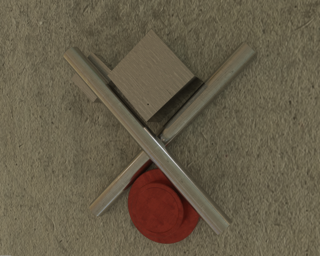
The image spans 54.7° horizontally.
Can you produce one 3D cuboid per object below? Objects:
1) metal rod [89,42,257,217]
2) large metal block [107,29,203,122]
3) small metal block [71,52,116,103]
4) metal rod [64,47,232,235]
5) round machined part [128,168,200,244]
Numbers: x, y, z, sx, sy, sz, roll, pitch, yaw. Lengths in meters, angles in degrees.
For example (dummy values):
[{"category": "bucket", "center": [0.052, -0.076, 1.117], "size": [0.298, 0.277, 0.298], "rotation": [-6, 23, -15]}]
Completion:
[{"category": "metal rod", "center": [0.009, 0.010, 0.408], "size": [0.025, 0.025, 0.299], "rotation": [46, 104, 14]}, {"category": "large metal block", "center": [-0.005, -0.064, 0.399], "size": [0.080, 0.050, 0.080], "rotation": [-43, 77, 14]}, {"category": "small metal block", "center": [-0.089, -0.071, 0.442], "size": [0.050, 0.025, 0.050], "rotation": [45, 103, 14]}, {"category": "metal rod", "center": [-0.024, 0.007, 0.391], "size": [0.025, 0.025, 0.300], "rotation": [-45, 77, 14]}, {"category": "round machined part", "center": [0.003, 0.101, 0.399], "size": [0.098, 0.042, 0.097], "rotation": [0, 90, 19]}]
